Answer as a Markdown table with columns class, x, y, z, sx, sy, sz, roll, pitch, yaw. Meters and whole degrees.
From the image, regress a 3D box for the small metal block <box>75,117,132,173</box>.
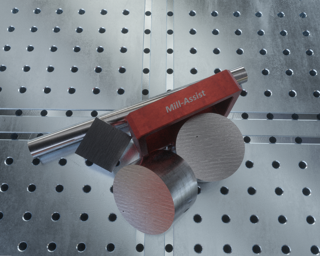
| class | x | y | z | sx | sy | sz | roll | pitch | yaw |
| --- | --- | --- | --- | --- | --- | --- | --- | --- | --- |
| small metal block | -0.070 | 0.020 | 0.386 | 0.050 | 0.025 | 0.050 | 30 | 88 | -9 |

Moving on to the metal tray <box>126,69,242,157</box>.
| class | x | y | z | sx | sy | sz | roll | pitch | yaw |
| --- | --- | --- | --- | --- | --- | --- | --- | --- | --- |
| metal tray | 0.028 | -0.014 | 0.379 | 0.131 | 0.090 | 0.030 | -25 | 72 | -9 |

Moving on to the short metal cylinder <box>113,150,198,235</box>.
| class | x | y | z | sx | sy | sz | roll | pitch | yaw |
| --- | --- | --- | --- | --- | --- | --- | --- | --- | --- |
| short metal cylinder | -0.005 | 0.070 | 0.346 | 0.080 | 0.080 | 0.050 | 45 | 35 | 14 |

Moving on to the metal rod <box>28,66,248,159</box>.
| class | x | y | z | sx | sy | sz | roll | pitch | yaw |
| --- | --- | --- | --- | --- | --- | --- | --- | --- | --- |
| metal rod | -0.023 | -0.024 | 0.416 | 0.302 | 0.025 | 0.025 | -20 | 72 | -8 |

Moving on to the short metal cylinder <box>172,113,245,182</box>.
| class | x | y | z | sx | sy | sz | roll | pitch | yaw |
| --- | --- | --- | --- | --- | --- | --- | --- | --- | --- |
| short metal cylinder | 0.056 | 0.026 | 0.380 | 0.081 | 0.050 | 0.080 | 1 | 78 | -4 |
